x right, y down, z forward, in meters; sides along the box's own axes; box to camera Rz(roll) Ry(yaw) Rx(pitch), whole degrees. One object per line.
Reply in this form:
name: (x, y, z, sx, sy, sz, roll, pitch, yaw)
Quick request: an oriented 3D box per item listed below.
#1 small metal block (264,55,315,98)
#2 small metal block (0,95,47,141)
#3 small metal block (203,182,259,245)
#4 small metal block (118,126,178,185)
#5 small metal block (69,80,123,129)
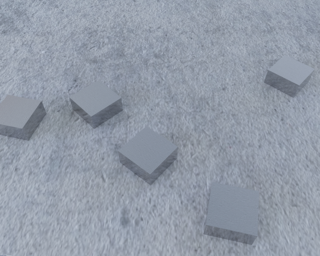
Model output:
small metal block: (0.197, -0.080, 0.473, 0.050, 0.025, 0.050, 36, 58, 26)
small metal block: (-0.190, -0.014, 0.413, 0.050, 0.025, 0.050, 11, 51, 8)
small metal block: (0.076, 0.090, 0.329, 0.050, 0.025, 0.050, 10, 51, 8)
small metal block: (-0.014, 0.033, 0.376, 0.050, 0.025, 0.050, 33, 57, 24)
small metal block: (-0.088, -0.034, 0.430, 0.050, 0.025, 0.050, -37, 59, -27)
